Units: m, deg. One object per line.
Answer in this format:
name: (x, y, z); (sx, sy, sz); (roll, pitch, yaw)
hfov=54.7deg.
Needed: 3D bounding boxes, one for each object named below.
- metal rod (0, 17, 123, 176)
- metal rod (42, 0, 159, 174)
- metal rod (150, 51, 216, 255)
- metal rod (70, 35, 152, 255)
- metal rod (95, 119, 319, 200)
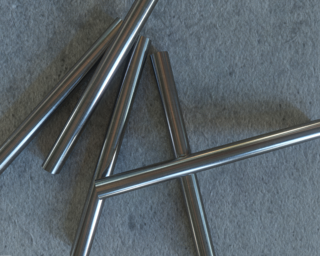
metal rod: (-0.148, -0.026, 0.407); (0.025, 0.025, 0.300); (42, 90, -1)
metal rod: (-0.068, -0.073, 0.394); (0.025, 0.025, 0.299); (31, 95, -1)
metal rod: (0.032, 0.048, 0.410); (0.025, 0.025, 0.298); (-13, 90, 0)
metal rod: (-0.065, 0.025, 0.409); (0.025, 0.025, 0.298); (16, 90, -1)
metal rod: (0.071, 0.037, 0.390); (0.302, 0.025, 0.025); (-14, 90, -9)
